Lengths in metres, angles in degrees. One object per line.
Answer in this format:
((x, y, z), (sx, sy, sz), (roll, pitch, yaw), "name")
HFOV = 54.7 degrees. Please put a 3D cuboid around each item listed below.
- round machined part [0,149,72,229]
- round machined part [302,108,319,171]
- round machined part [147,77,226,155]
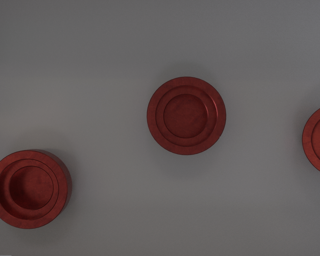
((-0.163, 0.076, 0.402), (0.099, 0.042, 0.097), (0, 90, 0), "round machined part")
((0.235, 0.016, 0.391), (0.098, 0.042, 0.097), (-3, 84, 28), "round machined part")
((0.033, -0.015, 0.403), (0.099, 0.042, 0.097), (0, 90, 0), "round machined part")
